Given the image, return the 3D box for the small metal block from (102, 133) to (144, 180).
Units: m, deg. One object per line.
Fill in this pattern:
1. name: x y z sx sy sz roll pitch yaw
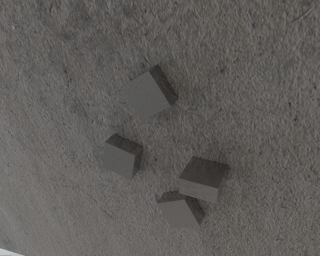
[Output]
1. small metal block: -0.056 0.043 0.463 0.050 0.025 0.050 23 127 14

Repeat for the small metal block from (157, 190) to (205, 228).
1. small metal block: 0.032 0.122 0.466 0.050 0.025 0.050 -18 109 35

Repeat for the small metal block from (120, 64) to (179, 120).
1. small metal block: -0.013 -0.044 0.387 0.050 0.025 0.050 -23 106 36

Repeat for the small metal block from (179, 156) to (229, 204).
1. small metal block: 0.057 0.066 0.401 0.050 0.050 0.025 12 123 22
